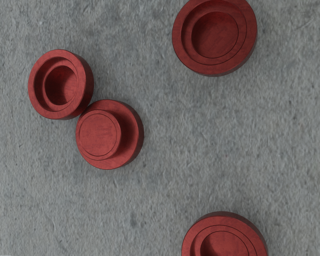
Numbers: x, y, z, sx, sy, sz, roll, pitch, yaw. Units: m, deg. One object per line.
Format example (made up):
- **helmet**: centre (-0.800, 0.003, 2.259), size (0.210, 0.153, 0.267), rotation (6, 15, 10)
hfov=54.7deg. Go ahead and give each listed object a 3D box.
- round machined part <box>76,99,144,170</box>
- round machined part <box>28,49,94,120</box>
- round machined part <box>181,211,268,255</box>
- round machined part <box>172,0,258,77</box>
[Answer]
- **round machined part**: centre (-0.075, 0.009, 0.425), size (0.098, 0.042, 0.097), rotation (0, 90, 19)
- **round machined part**: centre (-0.136, -0.060, 0.445), size (0.098, 0.042, 0.097), rotation (-1, 87, 21)
- **round machined part**: centre (0.079, 0.148, 0.372), size (0.098, 0.042, 0.097), rotation (0, 90, 19)
- **round machined part**: centre (0.067, -0.111, 0.376), size (0.098, 0.042, 0.097), rotation (0, 90, 19)
